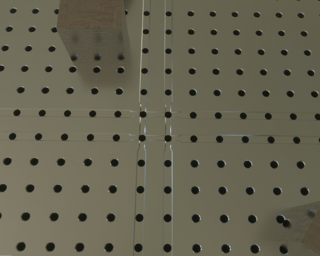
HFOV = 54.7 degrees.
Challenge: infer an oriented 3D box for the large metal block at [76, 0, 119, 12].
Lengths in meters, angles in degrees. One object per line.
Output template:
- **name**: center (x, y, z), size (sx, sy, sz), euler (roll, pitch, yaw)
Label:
- **large metal block**: center (-0.097, -0.241, 0.485), size (0.080, 0.050, 0.080), euler (20, 71, 7)

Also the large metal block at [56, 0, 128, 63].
- **large metal block**: center (-0.088, -0.133, 0.430), size (0.081, 0.080, 0.050), euler (0, 70, -1)

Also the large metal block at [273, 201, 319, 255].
- **large metal block**: center (0.184, 0.128, 0.338), size (0.080, 0.080, 0.050), euler (35, 74, 11)
